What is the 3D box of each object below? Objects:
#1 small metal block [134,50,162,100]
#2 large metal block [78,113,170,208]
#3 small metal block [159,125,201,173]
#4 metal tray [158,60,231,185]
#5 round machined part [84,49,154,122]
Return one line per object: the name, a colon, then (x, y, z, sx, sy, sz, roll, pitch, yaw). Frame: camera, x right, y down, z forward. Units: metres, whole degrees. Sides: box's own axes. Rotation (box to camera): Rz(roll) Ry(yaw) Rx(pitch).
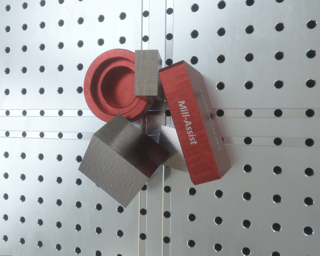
small metal block: (-0.012, -0.059, 0.359, 0.025, 0.050, 0.050, 0, 89, 6)
large metal block: (-0.047, 0.042, 0.391, 0.080, 0.050, 0.080, 38, 134, 4)
small metal block: (0.026, 0.026, 0.397, 0.050, 0.025, 0.050, 14, 99, 30)
metal tray: (0.044, -0.006, 0.362, 0.030, 0.090, 0.129, -19, 84, 19)
round machined part: (-0.050, -0.054, 0.420, 0.098, 0.042, 0.097, 0, 90, 19)
